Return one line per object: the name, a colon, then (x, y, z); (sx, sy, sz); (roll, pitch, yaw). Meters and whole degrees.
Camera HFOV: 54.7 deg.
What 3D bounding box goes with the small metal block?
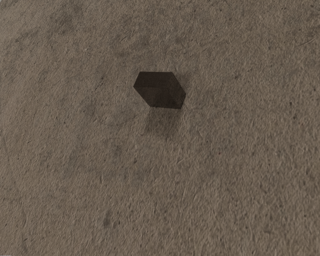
small metal block: (0.001, -0.051, 0.417); (0.050, 0.050, 0.025); (7, 66, 31)
